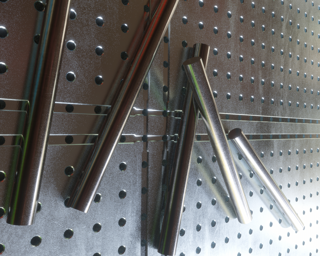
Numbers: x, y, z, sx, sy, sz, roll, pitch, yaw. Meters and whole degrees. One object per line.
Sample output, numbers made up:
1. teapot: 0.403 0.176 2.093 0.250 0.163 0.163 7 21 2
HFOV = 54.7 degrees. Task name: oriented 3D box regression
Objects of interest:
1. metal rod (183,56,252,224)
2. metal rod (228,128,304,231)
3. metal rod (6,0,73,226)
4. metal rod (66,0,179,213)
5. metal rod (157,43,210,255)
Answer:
1. metal rod: 0.095 0.035 0.469 0.025 0.025 0.299 -42 122 -32
2. metal rod: 0.210 0.109 0.588 0.300 0.025 0.025 50 61 -29
3. metal rod: -0.114 -0.056 0.313 0.025 0.025 0.298 13 82 -40
4. metal rod: -0.037 -0.045 0.379 0.025 0.025 0.299 34 69 -35
5. metal rod: 0.036 0.024 0.441 0.025 0.025 0.299 17 79 -39
